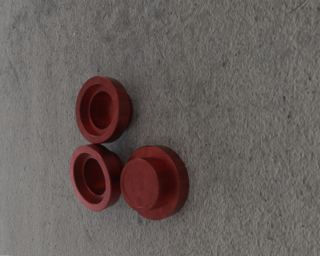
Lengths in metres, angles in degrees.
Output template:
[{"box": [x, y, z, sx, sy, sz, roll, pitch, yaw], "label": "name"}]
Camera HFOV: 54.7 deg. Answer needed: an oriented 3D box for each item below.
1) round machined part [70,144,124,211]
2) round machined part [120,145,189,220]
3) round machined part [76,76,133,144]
[{"box": [-0.089, 0.070, 0.462, 0.098, 0.042, 0.097, 9, 105, 40], "label": "round machined part"}, {"box": [-0.014, 0.072, 0.406, 0.098, 0.042, 0.097, 0, 90, 40], "label": "round machined part"}, {"box": [-0.078, -0.026, 0.459, 0.098, 0.042, 0.097, 0, 90, 40], "label": "round machined part"}]
